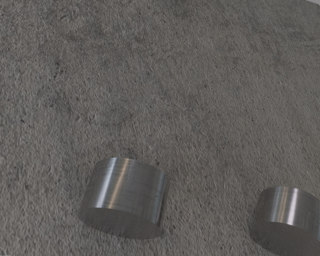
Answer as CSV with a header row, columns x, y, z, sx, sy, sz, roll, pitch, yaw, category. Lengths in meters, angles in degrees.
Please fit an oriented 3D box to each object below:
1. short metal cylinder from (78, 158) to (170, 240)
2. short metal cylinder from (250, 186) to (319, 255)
x,y,z,sx,sy,sz,roll,pitch,yaw,category
-0.034,0.072,0.307,0.080,0.080,0.050,23,53,-14,short metal cylinder
0.157,0.117,0.382,0.080,0.080,0.050,35,51,-6,short metal cylinder
